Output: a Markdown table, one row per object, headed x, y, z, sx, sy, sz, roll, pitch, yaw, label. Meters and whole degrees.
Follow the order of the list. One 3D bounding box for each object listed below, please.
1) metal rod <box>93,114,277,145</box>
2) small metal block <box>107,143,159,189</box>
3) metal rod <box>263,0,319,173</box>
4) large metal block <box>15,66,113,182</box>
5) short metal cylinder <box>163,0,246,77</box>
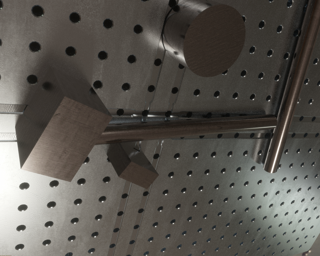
| x | y | z | sx | sy | sz | roll | pitch | yaw | label |
| --- | --- | --- | --- | --- | --- | --- | --- | --- | --- |
| 0.047 | -0.001 | 0.438 | 0.303 | 0.025 | 0.025 | -4 | 120 | -27 | metal rod |
| -0.036 | 0.048 | 0.407 | 0.050 | 0.050 | 0.025 | 33 | 100 | -39 | small metal block |
| 0.210 | -0.052 | 0.496 | 0.025 | 0.025 | 0.298 | -11 | 123 | -23 | metal rod |
| -0.102 | -0.006 | 0.317 | 0.050 | 0.080 | 0.080 | 26 | 104 | -37 | large metal block |
| 0.050 | -0.105 | 0.359 | 0.081 | 0.050 | 0.079 | -14 | 125 | -21 | short metal cylinder |
